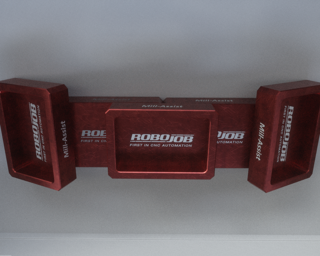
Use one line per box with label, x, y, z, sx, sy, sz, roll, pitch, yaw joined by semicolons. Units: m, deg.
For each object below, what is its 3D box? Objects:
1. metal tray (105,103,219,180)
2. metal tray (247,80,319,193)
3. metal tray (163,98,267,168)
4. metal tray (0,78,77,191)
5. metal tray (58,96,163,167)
metal tray;0.002;0.016;0.381;0.131;0.030;0.089;1;110;0
metal tray;0.160;0.009;0.391;0.091;0.030;0.129;-11;113;-27
metal tray;0.069;0.007;0.411;0.131;0.030;0.089;0;110;0
metal tray;-0.155;0.007;0.389;0.090;0.030;0.129;10;112;23
metal tray;-0.062;0.006;0.409;0.131;0.030;0.089;0;110;0
